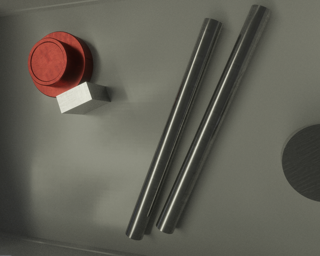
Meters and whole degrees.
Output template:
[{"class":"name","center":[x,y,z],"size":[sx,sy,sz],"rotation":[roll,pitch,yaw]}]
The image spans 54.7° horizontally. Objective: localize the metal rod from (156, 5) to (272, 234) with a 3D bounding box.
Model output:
[{"class":"metal rod","center":[0.063,-0.004,0.387],"size":[0.025,0.025,0.298],"rotation":[25,98,18]}]

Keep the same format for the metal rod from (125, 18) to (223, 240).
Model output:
[{"class":"metal rod","center":[0.016,0.007,0.404],"size":[0.025,0.025,0.298],"rotation":[22,97,18]}]

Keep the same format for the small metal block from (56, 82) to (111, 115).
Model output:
[{"class":"small metal block","center":[-0.106,-0.040,0.433],"size":[0.050,0.050,0.025],"rotation":[-22,83,18]}]

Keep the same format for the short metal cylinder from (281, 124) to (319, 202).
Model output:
[{"class":"short metal cylinder","center":[0.175,0.035,0.336],"size":[0.080,0.050,0.079],"rotation":[0,90,19]}]

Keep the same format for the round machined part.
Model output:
[{"class":"round machined part","center":[-0.151,-0.093,0.453],"size":[0.098,0.042,0.097],"rotation":[0,90,19]}]
